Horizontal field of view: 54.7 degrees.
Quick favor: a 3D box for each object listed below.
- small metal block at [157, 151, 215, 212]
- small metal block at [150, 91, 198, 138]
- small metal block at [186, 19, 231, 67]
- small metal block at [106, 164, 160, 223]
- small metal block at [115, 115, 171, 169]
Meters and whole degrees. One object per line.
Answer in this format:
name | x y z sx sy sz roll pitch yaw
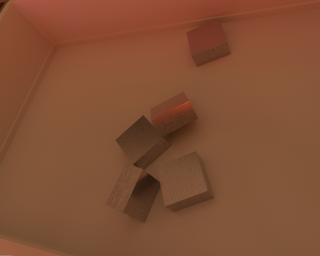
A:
small metal block | 0.028 0.061 0.353 0.050 0.025 0.050 -23 53 14
small metal block | 0.016 -0.018 0.392 0.050 0.025 0.050 -28 18 6
small metal block | 0.069 -0.122 0.444 0.050 0.025 0.050 -18 54 17
small metal block | -0.029 0.076 0.358 0.025 0.050 0.050 12 68 33
small metal block | -0.022 0.020 0.406 0.050 0.025 0.050 -42 51 -1
